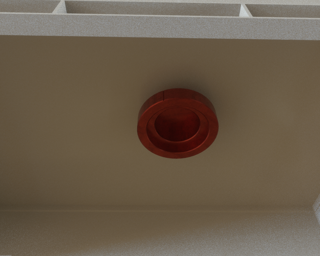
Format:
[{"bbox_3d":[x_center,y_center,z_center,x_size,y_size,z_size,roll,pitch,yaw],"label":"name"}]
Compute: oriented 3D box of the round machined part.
[{"bbox_3d":[0.021,-0.010,0.390,0.099,0.042,0.097,-1,130,0],"label":"round machined part"}]
